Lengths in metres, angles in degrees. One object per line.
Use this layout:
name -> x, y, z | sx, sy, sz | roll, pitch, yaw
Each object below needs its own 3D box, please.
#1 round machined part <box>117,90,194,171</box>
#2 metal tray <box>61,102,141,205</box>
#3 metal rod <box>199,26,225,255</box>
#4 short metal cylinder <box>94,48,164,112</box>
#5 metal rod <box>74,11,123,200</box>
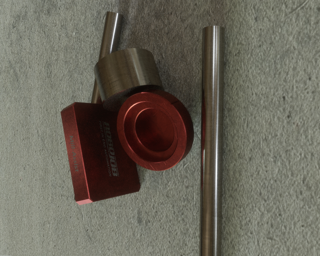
round machined part -> -0.002, 0.000, 0.384 | 0.098, 0.042, 0.097 | 10, 111, 29
metal tray -> -0.080, 0.032, 0.428 | 0.030, 0.091, 0.129 | -21, 77, 38
metal rod -> 0.059, 0.036, 0.355 | 0.025, 0.025, 0.298 | 1, 91, 40
short metal cylinder -> -0.040, -0.060, 0.402 | 0.080, 0.081, 0.050 | -27, 73, 37
metal rod -> -0.098, -0.026, 0.485 | 0.025, 0.025, 0.298 | 20, 103, 38
